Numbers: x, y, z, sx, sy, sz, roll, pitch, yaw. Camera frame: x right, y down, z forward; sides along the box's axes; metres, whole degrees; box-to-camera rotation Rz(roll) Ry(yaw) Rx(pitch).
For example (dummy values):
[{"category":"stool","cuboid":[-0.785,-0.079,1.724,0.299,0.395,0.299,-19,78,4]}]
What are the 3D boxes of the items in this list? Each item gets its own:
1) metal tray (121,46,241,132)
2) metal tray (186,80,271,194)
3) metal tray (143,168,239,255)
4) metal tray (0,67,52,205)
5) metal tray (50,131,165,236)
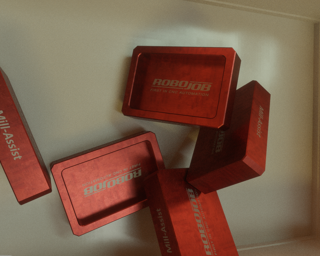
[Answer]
[{"category":"metal tray","cuboid":[0.023,-0.050,0.372,0.030,0.130,0.090,18,81,-63]},{"category":"metal tray","cuboid":[0.086,0.010,0.379,0.030,0.090,0.130,38,47,-19]},{"category":"metal tray","cuboid":[0.038,0.113,0.364,0.091,0.030,0.130,4,60,-41]},{"category":"metal tray","cuboid":[-0.152,0.006,0.320,0.030,0.090,0.129,-23,98,-19]},{"category":"metal tray","cuboid":[-0.058,0.065,0.387,0.131,0.030,0.089,-19,97,-19]}]
